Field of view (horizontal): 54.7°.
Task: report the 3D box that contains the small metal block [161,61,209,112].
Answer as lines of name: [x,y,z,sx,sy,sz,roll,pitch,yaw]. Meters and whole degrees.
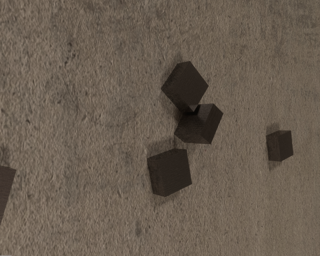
small metal block: [0.036,-0.057,0.437,0.050,0.025,0.050,46,62,-30]

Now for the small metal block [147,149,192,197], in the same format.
small metal block: [0.013,0.059,0.418,0.050,0.025,0.050,-16,101,-39]

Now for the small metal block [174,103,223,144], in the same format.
small metal block: [0.054,-0.006,0.436,0.025,0.050,0.050,40,66,-34]

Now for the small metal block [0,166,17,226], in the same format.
small metal block: [-0.162,0.055,0.270,0.050,0.025,0.050,20,78,-39]

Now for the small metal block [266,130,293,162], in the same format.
small metal block: [0.235,0.034,0.605,0.050,0.025,0.050,-15,100,-39]
